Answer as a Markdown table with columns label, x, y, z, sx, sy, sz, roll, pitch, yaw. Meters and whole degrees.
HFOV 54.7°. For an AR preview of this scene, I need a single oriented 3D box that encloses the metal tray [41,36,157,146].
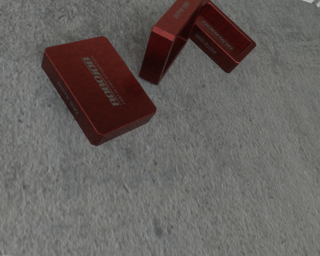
| label | x | y | z | sx | sy | sz | roll | pitch | yaw |
| --- | --- | --- | --- | --- | --- | --- | --- | --- | --- |
| metal tray | -0.076 | -0.051 | 0.392 | 0.091 | 0.030 | 0.130 | -27 | 76 | -37 |

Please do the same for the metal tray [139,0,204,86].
| label | x | y | z | sx | sy | sz | roll | pitch | yaw |
| --- | --- | --- | --- | --- | --- | --- | --- | --- | --- |
| metal tray | 0.018 | -0.134 | 0.452 | 0.030 | 0.089 | 0.130 | 28 | 51 | 3 |

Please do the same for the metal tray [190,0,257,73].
| label | x | y | z | sx | sy | sz | roll | pitch | yaw |
| --- | --- | --- | --- | --- | --- | --- | --- | --- | --- |
| metal tray | 0.104 | -0.170 | 0.562 | 0.130 | 0.030 | 0.090 | 44 | 51 | 2 |
